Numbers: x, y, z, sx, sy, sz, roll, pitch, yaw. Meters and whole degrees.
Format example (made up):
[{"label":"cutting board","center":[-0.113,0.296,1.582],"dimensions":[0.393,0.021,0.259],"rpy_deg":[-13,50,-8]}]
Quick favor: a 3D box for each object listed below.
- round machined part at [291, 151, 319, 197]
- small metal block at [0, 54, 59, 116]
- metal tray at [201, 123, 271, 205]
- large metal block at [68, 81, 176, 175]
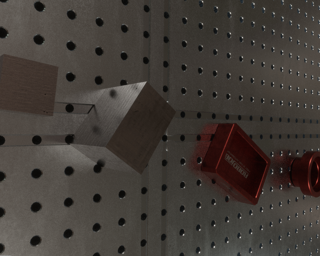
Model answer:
[{"label":"round machined part","center":[0.321,0.098,0.671],"dimensions":[0.099,0.042,0.097],"rpy_deg":[0,90,-42]},{"label":"small metal block","center":[-0.131,-0.039,0.301],"dimensions":[0.050,0.025,0.050],"rpy_deg":[8,85,-40]},{"label":"metal tray","center":[0.132,0.062,0.519],"dimensions":[0.130,0.030,0.090],"rpy_deg":[40,66,-33]},{"label":"large metal block","center":[-0.042,0.000,0.340],"dimensions":[0.050,0.080,0.080],"rpy_deg":[44,63,-32]}]
